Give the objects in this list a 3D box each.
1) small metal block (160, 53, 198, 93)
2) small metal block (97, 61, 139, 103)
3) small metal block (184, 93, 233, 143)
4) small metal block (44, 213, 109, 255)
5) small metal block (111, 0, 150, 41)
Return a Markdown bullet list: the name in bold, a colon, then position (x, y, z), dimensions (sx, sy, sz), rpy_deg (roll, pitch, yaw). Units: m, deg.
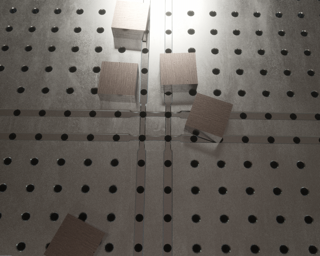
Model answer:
- **small metal block**: position (0.026, -0.079, 0.441), dimensions (0.050, 0.025, 0.050), rpy_deg (-2, 70, -1)
- **small metal block**: position (-0.057, -0.064, 0.434), dimensions (0.050, 0.025, 0.050), rpy_deg (4, 70, 1)
- **small metal block**: position (0.065, -0.013, 0.417), dimensions (0.050, 0.025, 0.050), rpy_deg (20, 71, 6)
- **small metal block**: position (-0.096, 0.135, 0.361), dimensions (0.050, 0.025, 0.050), rpy_deg (25, 72, 8)
- **small metal block**: position (-0.044, -0.163, 0.471), dimensions (0.050, 0.025, 0.050), rpy_deg (6, 70, 2)
